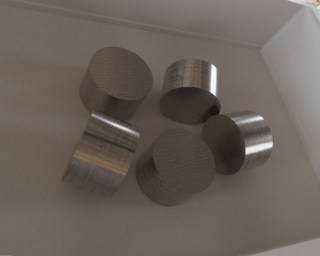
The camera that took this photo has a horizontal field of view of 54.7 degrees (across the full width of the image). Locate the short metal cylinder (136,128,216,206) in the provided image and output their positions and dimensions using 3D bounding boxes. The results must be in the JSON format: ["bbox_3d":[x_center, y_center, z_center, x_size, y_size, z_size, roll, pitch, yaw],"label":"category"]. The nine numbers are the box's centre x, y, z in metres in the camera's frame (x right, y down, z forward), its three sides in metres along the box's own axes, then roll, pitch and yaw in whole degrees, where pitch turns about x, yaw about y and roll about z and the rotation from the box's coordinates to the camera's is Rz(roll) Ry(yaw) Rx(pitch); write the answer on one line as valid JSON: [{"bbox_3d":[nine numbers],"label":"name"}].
[{"bbox_3d":[0.018,0.047,0.370,0.081,0.050,0.080,14,56,-21],"label":"short metal cylinder"}]

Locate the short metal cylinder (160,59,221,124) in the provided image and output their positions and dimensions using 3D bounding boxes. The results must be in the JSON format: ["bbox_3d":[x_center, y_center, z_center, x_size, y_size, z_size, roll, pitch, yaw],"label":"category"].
[{"bbox_3d":[0.043,-0.048,0.424,0.080,0.080,0.050,20,54,-17],"label":"short metal cylinder"}]

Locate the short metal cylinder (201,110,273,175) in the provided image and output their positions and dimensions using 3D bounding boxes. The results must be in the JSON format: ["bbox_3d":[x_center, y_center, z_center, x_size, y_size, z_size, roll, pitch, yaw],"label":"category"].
[{"bbox_3d":[0.100,0.018,0.413,0.050,0.080,0.080,-9,67,-33],"label":"short metal cylinder"}]

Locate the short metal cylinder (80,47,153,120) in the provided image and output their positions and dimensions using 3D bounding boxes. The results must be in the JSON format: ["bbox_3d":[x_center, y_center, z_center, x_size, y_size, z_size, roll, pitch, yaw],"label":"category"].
[{"bbox_3d":[-0.056,-0.055,0.392,0.081,0.050,0.080,14,56,-21],"label":"short metal cylinder"}]

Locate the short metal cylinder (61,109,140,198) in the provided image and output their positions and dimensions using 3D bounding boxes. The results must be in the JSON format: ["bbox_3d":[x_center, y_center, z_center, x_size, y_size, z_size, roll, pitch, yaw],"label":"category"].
[{"bbox_3d":[-0.061,0.026,0.320,0.050,0.080,0.080,24,53,-14],"label":"short metal cylinder"}]
